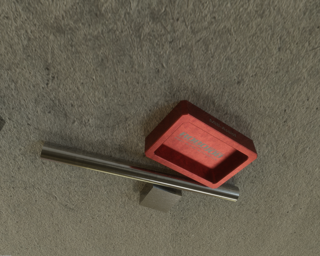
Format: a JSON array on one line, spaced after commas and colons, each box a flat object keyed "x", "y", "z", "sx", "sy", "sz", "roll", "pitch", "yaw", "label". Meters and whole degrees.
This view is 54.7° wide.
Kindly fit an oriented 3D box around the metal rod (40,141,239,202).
[{"x": -0.021, "y": 0.068, "z": 0.465, "sx": 0.302, "sy": 0.025, "sz": 0.025, "roll": 15, "pitch": 129, "yaw": -13, "label": "metal rod"}]

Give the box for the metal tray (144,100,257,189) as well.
[{"x": 0.056, "y": 0.028, "z": 0.428, "sx": 0.131, "sy": 0.030, "sz": 0.090, "roll": 29, "pitch": 124, "yaw": -23, "label": "metal tray"}]

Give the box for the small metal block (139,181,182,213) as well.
[{"x": 0.000, "y": 0.107, "z": 0.498, "sx": 0.050, "sy": 0.025, "sz": 0.050, "roll": 21, "pitch": 127, "yaw": -18, "label": "small metal block"}]

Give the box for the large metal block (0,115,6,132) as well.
[{"x": -0.256, "y": -0.012, "z": 0.377, "sx": 0.080, "sy": 0.050, "sz": 0.080, "roll": -13, "pitch": 129, "yaw": 10, "label": "large metal block"}]
